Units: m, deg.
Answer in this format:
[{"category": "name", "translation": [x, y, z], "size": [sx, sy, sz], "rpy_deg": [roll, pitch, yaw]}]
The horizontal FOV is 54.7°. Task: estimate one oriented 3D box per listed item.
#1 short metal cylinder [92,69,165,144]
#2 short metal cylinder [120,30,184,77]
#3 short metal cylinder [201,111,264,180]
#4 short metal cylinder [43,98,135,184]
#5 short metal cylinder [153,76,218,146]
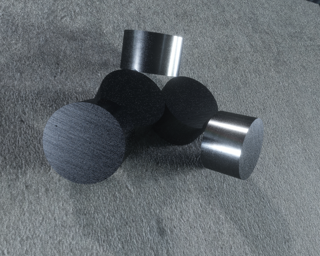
[{"category": "short metal cylinder", "translation": [-0.041, -0.025, 0.382], "size": [0.081, 0.050, 0.080], "rpy_deg": [14, 56, -21]}, {"category": "short metal cylinder", "translation": [-0.011, -0.100, 0.417], "size": [0.081, 0.080, 0.050], "rpy_deg": [2, 104, -28]}, {"category": "short metal cylinder", "translation": [0.095, 0.021, 0.400], "size": [0.050, 0.080, 0.080], "rpy_deg": [15, 41, 33]}, {"category": "short metal cylinder", "translation": [-0.070, 0.011, 0.317], "size": [0.080, 0.080, 0.050], "rpy_deg": [40, 11, -2]}, {"category": "short metal cylinder", "translation": [0.031, -0.023, 0.419], "size": [0.081, 0.050, 0.080], "rpy_deg": [14, 56, -21]}]
